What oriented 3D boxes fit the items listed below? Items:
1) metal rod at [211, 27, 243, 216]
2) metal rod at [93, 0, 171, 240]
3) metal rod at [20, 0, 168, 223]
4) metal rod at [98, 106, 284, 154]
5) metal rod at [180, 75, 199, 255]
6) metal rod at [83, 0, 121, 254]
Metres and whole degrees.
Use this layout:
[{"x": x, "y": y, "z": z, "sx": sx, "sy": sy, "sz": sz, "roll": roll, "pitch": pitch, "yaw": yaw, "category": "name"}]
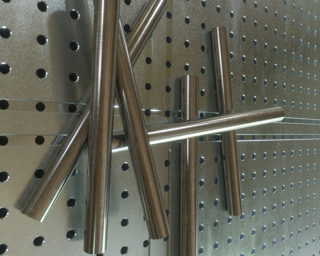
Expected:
[{"x": 0.108, "y": -0.008, "z": 0.498, "sx": 0.025, "sy": 0.025, "sz": 0.298, "roll": -11, "pitch": 97, "yaw": -39, "category": "metal rod"}, {"x": -0.033, "y": -0.024, "z": 0.342, "sx": 0.025, "sy": 0.025, "sz": 0.298, "roll": -17, "pitch": 96, "yaw": -39, "category": "metal rod"}, {"x": -0.063, "y": -0.039, "z": 0.355, "sx": 0.025, "sy": 0.025, "sz": 0.300, "roll": 40, "pitch": 66, "yaw": -33, "category": "metal rod"}, {"x": 0.058, "y": -0.002, "z": 0.422, "sx": 0.302, "sy": 0.025, "sz": 0.025, "roll": -9, "pitch": 96, "yaw": -29, "category": "metal rod"}, {"x": 0.042, "y": 0.076, "z": 0.442, "sx": 0.025, "sy": 0.025, "sz": 0.298, "roll": 0, "pitch": 90, "yaw": -40, "category": "metal rod"}, {"x": -0.060, "y": -0.016, "z": 0.321, "sx": 0.025, "sy": 0.025, "sz": 0.298, "roll": -2, "pitch": 100, "yaw": -40, "category": "metal rod"}]
